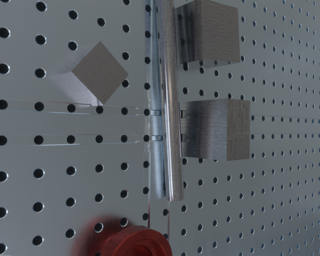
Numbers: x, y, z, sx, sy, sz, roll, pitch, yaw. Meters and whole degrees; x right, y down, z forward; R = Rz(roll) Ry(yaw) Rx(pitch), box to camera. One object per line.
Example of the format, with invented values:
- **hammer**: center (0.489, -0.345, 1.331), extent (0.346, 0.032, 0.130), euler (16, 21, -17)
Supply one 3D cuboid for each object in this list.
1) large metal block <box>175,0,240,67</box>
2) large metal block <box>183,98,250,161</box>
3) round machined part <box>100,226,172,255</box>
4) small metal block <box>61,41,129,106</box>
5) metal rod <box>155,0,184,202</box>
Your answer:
- **large metal block**: center (0.070, -0.134, 0.451), extent (0.081, 0.050, 0.079), euler (-6, 94, -40)
- **large metal block**: center (0.078, 0.002, 0.439), extent (0.050, 0.080, 0.080), euler (1, 90, -40)
- **round machined part**: center (-0.035, 0.166, 0.369), extent (0.099, 0.042, 0.097), euler (0, 90, -40)
- **small metal block**: center (-0.072, -0.060, 0.349), extent (0.050, 0.025, 0.050), euler (49, 61, -29)
- **metal rod**: center (0.013, -0.051, 0.419), extent (0.025, 0.025, 0.298), euler (-5, 94, -40)
